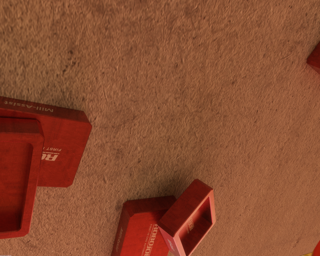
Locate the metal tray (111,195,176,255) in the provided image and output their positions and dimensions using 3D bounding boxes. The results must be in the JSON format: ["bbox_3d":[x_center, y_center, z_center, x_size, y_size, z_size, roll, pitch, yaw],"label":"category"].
[{"bbox_3d":[-0.023,0.172,0.497,0.091,0.030,0.129,0,118,-29],"label":"metal tray"}]

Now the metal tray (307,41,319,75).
[{"bbox_3d":[0.304,-0.114,0.499,0.131,0.030,0.090,21,107,-36],"label":"metal tray"}]

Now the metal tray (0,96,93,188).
[{"bbox_3d":[-0.150,0.017,0.332,0.131,0.030,0.089,10,113,-33],"label":"metal tray"}]

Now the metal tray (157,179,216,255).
[{"bbox_3d":[0.047,0.148,0.483,0.090,0.030,0.129,-45,146,-22],"label":"metal tray"}]

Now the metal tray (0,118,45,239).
[{"bbox_3d":[-0.171,0.053,0.303,0.091,0.030,0.129,4,117,-30],"label":"metal tray"}]
